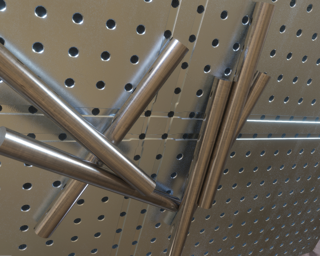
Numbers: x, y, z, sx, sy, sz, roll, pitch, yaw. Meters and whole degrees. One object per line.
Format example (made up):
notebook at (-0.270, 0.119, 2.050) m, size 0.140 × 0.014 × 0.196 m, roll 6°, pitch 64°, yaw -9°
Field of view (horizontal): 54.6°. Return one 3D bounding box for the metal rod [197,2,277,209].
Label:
metal rod at (0.101, -0.018, 0.436) m, size 0.025 × 0.025 × 0.298 m, roll 2°, pitch 112°, yaw -29°

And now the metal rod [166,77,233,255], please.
metal rod at (0.054, 0.072, 0.463) m, size 0.025 × 0.025 × 0.298 m, roll 2°, pitch 111°, yaw -29°

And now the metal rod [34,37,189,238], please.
metal rod at (-0.065, 0.019, 0.386) m, size 0.025 × 0.025 × 0.299 m, roll 30°, pitch 102°, yaw -38°

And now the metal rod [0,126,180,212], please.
metal rod at (-0.061, 0.066, 0.388) m, size 0.025 × 0.025 × 0.301 m, roll -49°, pitch 138°, yaw 6°

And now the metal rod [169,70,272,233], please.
metal rod at (0.087, 0.050, 0.488) m, size 0.025 × 0.025 × 0.298 m, roll 13°, pitch 112°, yaw -34°

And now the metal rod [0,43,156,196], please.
metal rod at (-0.102, -0.014, 0.324) m, size 0.025 × 0.025 × 0.300 m, roll -43°, pitch 123°, yaw 1°
